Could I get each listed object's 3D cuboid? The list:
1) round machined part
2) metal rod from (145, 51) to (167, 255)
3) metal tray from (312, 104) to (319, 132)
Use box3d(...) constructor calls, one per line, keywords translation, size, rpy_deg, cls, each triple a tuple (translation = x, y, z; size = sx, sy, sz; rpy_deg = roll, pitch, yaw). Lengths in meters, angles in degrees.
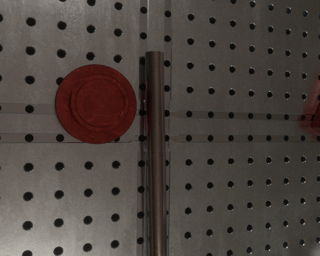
box3d(translation=(-0.076, -0.029, 0.376), size=(0.099, 0.042, 0.097), rpy_deg=(0, 90, -21), cls="round machined part")
box3d(translation=(-0.005, 0.050, 0.411), size=(0.025, 0.025, 0.298), rpy_deg=(-1, 91, -20), cls="metal rod")
box3d(translation=(0.324, -0.039, 0.532), size=(0.090, 0.030, 0.130), rpy_deg=(30, 80, -18), cls="metal tray")
